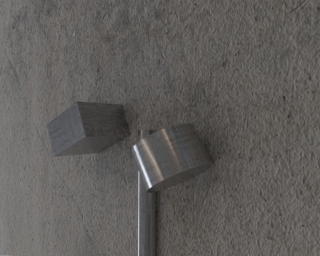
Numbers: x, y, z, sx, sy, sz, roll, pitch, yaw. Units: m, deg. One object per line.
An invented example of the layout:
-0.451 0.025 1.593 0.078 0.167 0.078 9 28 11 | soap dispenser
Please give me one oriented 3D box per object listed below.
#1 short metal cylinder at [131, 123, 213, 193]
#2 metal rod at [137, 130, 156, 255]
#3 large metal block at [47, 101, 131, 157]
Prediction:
0.013 0.036 0.358 0.080 0.081 0.050 -36 68 34 | short metal cylinder
-0.018 0.152 0.419 0.025 0.025 0.298 1 90 40 | metal rod
-0.104 0.003 0.455 0.080 0.081 0.050 -28 73 36 | large metal block
